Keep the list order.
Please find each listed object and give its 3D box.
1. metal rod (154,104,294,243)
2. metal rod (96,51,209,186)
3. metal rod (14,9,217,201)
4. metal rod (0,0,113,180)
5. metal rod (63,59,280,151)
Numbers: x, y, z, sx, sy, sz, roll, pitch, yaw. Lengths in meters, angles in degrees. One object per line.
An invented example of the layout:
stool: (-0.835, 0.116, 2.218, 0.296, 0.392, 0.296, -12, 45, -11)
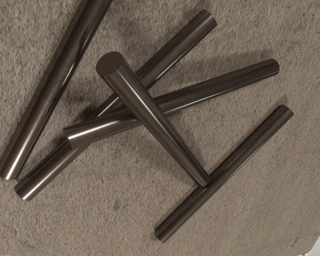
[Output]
metal rod: (0.104, 0.077, 0.513, 0.300, 0.025, 0.025, -46, 130, 3)
metal rod: (0.013, 0.014, 0.375, 0.025, 0.025, 0.300, -40, 145, -1)
metal rod: (-0.052, -0.026, 0.363, 0.300, 0.025, 0.025, -43, 130, 1)
metal rod: (-0.092, -0.073, 0.311, 0.025, 0.025, 0.299, 23, 106, -37)
metal rod: (0.033, -0.038, 0.382, 0.302, 0.025, 0.025, -21, 127, -24)
